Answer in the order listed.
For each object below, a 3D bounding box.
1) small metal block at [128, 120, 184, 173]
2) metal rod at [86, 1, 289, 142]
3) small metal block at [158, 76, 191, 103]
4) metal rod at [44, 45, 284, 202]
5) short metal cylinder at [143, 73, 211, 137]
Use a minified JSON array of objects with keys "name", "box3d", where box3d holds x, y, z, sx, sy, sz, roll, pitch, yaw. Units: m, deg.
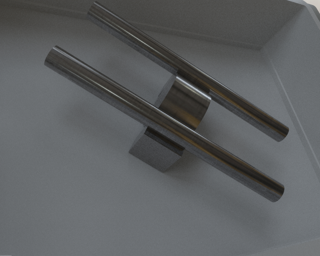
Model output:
[{"name":"small metal block","box3d":[-0.003,0.022,0.374,0.050,0.050,0.025,32,52,-8]},{"name":"metal rod","box3d":[0.042,-0.069,0.406,0.301,0.025,0.025,31,52,-8]},{"name":"small metal block","box3d":[0.033,-0.053,0.439,0.050,0.050,0.025,32,52,-8]},{"name":"metal rod","box3d":[0.012,0.001,0.349,0.301,0.025,0.025,31,52,-8]},{"name":"short metal cylinder","box3d":[0.021,-0.023,0.395,0.050,0.080,0.080,32,51,-8]}]
